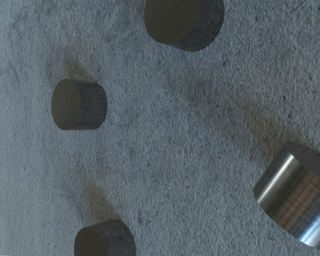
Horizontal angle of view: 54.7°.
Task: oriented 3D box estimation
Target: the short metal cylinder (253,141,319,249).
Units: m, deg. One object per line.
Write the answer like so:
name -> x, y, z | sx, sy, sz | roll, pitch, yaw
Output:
short metal cylinder -> 0.128, 0.055, 0.263 | 0.080, 0.081, 0.050 | 41, 115, 32

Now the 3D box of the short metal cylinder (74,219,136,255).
short metal cylinder -> -0.081, 0.180, 0.456 | 0.080, 0.050, 0.080 | 0, 90, 40

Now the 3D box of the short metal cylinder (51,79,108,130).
short metal cylinder -> -0.130, -0.036, 0.496 | 0.080, 0.050, 0.080 | 0, 90, 40

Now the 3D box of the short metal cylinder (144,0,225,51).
short metal cylinder -> 0.028, -0.135, 0.366 | 0.080, 0.050, 0.080 | 0, 90, 40
